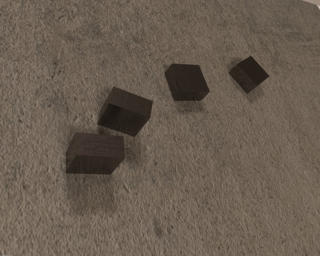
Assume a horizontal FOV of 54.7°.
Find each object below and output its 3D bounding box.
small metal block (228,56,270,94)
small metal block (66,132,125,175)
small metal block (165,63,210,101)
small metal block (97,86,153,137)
[{"bbox_3d":[0.158,-0.095,0.550,0.050,0.025,0.050,-34,81,-38],"label":"small metal block"},{"bbox_3d":[-0.071,0.029,0.333,0.050,0.050,0.025,6,59,-26],"label":"small metal block"},{"bbox_3d":[0.041,-0.069,0.470,0.050,0.025,0.050,-4,64,-30],"label":"small metal block"},{"bbox_3d":[-0.043,-0.018,0.377,0.050,0.050,0.025,19,54,-17],"label":"small metal block"}]
